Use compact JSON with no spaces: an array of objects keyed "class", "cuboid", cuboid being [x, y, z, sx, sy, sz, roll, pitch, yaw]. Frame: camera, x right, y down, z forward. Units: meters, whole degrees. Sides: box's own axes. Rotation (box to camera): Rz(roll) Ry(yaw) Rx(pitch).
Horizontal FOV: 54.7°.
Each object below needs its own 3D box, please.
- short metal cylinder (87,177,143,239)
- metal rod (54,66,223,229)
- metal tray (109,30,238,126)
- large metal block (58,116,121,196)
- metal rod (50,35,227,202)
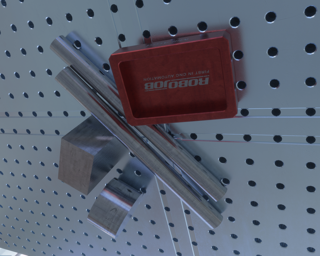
[{"class":"short metal cylinder","cuboid":[-0.069,0.125,0.488,0.050,0.080,0.079,30,128,9]},{"class":"metal rod","cuboid":[-0.023,0.033,0.427,0.300,0.025,0.025,45,129,-9]},{"class":"metal tray","cuboid":[0.017,-0.052,0.350,0.130,0.030,0.089,-5,117,18]},{"class":"large metal block","cuboid":[-0.098,0.035,0.447,0.050,0.080,0.079,27,128,11]},{"class":"metal rod","cuboid":[-0.027,-0.011,0.416,0.300,0.025,0.025,43,129,-2]}]
